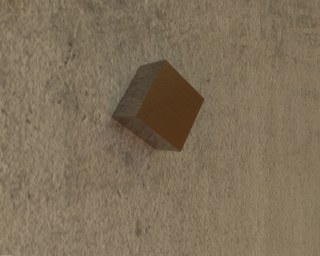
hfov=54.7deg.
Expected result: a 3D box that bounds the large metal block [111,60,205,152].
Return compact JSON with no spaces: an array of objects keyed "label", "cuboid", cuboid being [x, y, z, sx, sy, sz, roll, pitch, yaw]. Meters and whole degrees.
[{"label":"large metal block","cuboid":[0.000,-0.026,0.390,0.080,0.050,0.080,40,66,-33]}]
